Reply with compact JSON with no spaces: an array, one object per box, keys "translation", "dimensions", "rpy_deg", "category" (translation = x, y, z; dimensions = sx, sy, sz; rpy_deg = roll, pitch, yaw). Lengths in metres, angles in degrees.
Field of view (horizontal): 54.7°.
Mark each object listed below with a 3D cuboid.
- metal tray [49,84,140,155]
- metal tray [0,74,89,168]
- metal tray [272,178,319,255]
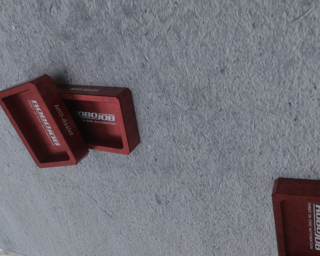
[{"translation":[-0.098,-0.014,0.446],"dimensions":[0.130,0.030,0.089],"rpy_deg":[6,121,25],"category":"metal tray"},{"translation":[-0.170,-0.005,0.450],"dimensions":[0.090,0.030,0.129],"rpy_deg":[-9,114,32],"category":"metal tray"},{"translation":[0.191,0.125,0.379],"dimensions":[0.090,0.030,0.129],"rpy_deg":[-1,118,28],"category":"metal tray"}]
